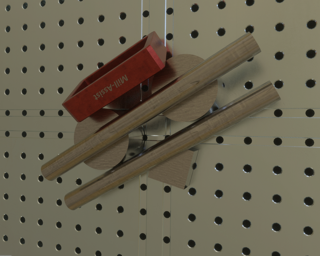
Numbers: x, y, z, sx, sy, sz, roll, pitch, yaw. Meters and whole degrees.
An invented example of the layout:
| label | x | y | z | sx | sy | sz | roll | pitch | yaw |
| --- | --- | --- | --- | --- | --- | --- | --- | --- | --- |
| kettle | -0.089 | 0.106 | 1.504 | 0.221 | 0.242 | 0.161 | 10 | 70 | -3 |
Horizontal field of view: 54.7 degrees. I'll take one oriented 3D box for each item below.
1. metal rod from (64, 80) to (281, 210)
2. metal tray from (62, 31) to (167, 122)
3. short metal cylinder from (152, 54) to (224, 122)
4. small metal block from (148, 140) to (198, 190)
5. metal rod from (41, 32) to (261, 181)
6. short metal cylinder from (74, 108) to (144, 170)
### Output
| label | x | y | z | sx | sy | sz | roll | pitch | yaw |
| --- | --- | --- | --- | --- | --- | --- | --- | --- | --- |
| metal rod | 0.002 | 0.030 | 0.383 | 0.300 | 0.025 | 0.025 | -30 | 81 | 17 |
| metal tray | -0.054 | -0.067 | 0.395 | 0.130 | 0.090 | 0.030 | -30 | 112 | 17 |
| short metal cylinder | 0.036 | -0.047 | 0.386 | 0.080 | 0.050 | 0.079 | 0 | 90 | 19 |
| small metal block | 0.017 | 0.047 | 0.405 | 0.050 | 0.025 | 0.050 | 16 | 95 | 19 |
| metal rod | -0.024 | -0.016 | 0.366 | 0.300 | 0.025 | 0.025 | -31 | 80 | 17 |
| short metal cylinder | -0.068 | 0.014 | 0.422 | 0.080 | 0.050 | 0.079 | 0 | 90 | 19 |
